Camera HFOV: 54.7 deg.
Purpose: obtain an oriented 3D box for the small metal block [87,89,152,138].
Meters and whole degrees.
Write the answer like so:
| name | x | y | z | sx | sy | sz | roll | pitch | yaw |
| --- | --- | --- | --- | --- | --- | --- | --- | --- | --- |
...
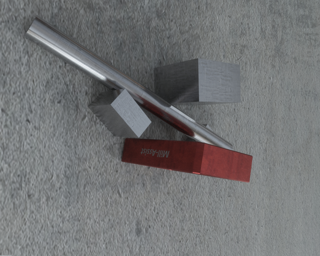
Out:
| name | x | y | z | sx | sy | sz | roll | pitch | yaw |
| --- | --- | --- | --- | --- | --- | --- | --- | --- | --- |
| small metal block | -0.046 | -0.016 | 0.352 | 0.050 | 0.050 | 0.025 | 52 | 59 | -28 |

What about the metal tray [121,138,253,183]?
| name | x | y | z | sx | sy | sz | roll | pitch | yaw |
| --- | --- | --- | --- | --- | --- | --- | --- | --- | --- |
| metal tray | 0.028 | 0.036 | 0.363 | 0.091 | 0.130 | 0.030 | 16 | 80 | -39 |

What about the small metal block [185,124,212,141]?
| name | x | y | z | sx | sy | sz | roll | pitch | yaw |
| --- | --- | --- | --- | --- | --- | --- | --- | --- | --- |
| small metal block | 0.063 | 0.029 | 0.462 | 0.050 | 0.025 | 0.050 | 49 | 61 | -29 |

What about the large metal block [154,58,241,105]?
| name | x | y | z | sx | sy | sz | roll | pitch | yaw |
| --- | --- | --- | --- | --- | --- | --- | --- | --- | --- |
| large metal block | 0.049 | -0.057 | 0.412 | 0.081 | 0.080 | 0.050 | -3 | 92 | -40 |

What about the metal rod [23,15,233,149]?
| name | x | y | z | sx | sy | sz | roll | pitch | yaw |
| --- | --- | --- | --- | --- | --- | --- | --- | --- | --- |
| metal rod | -0.015 | -0.033 | 0.378 | 0.301 | 0.025 | 0.025 | 31 | 71 | -31 |
